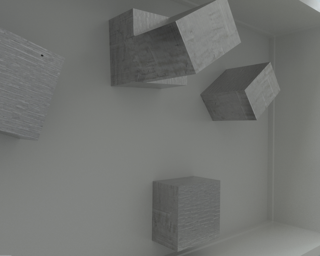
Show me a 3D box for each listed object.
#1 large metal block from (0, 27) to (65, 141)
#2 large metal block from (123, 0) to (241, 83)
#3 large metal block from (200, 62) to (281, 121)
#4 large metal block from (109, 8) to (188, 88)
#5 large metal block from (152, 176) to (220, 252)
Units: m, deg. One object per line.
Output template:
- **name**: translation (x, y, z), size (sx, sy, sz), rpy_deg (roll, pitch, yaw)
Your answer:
- **large metal block**: translation (-0.142, -0.039, 0.272), size (0.080, 0.050, 0.080), rpy_deg (23, 76, -38)
- **large metal block**: translation (0.024, -0.092, 0.327), size (0.080, 0.080, 0.050), rpy_deg (-38, 114, -34)
- **large metal block**: translation (0.124, -0.055, 0.478), size (0.080, 0.080, 0.050), rpy_deg (-44, 117, -31)
- **large metal block**: translation (-0.014, -0.092, 0.381), size (0.081, 0.050, 0.079), rpy_deg (-3, 92, -40)
- **large metal block**: translation (0.037, 0.112, 0.424), size (0.081, 0.050, 0.079), rpy_deg (1, 89, -40)
